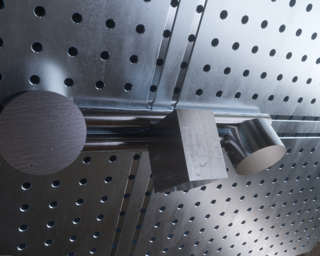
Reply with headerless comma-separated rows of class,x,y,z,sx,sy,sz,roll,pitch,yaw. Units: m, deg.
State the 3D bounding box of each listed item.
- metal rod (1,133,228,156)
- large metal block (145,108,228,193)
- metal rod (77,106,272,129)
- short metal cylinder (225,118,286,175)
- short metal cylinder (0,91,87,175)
metal rod,-0.036,0.018,0.402,0.303,0.025,0.025,0,118,-29
large metal block,0.028,0.030,0.370,0.050,0.080,0.080,1,160,-29
metal rod,0.037,-0.012,0.423,0.303,0.025,0.025,1,118,-29
short metal cylinder,0.142,0.030,0.474,0.081,0.050,0.080,-14,145,-10
short metal cylinder,-0.121,0.002,0.312,0.081,0.050,0.079,-4,97,-28
